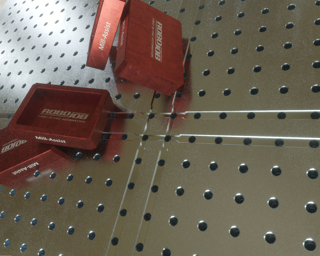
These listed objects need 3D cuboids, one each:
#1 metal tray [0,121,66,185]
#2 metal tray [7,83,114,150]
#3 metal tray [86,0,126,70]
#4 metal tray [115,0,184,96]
[{"bbox_3d":[-0.215,0.027,0.503,0.130,0.030,0.090,-23,53,14],"label":"metal tray"},{"bbox_3d":[-0.146,-0.020,0.465,0.130,0.030,0.090,7,56,13],"label":"metal tray"},{"bbox_3d":[-0.087,-0.170,0.496,0.090,0.030,0.129,-96,26,-44],"label":"metal tray"},{"bbox_3d":[-0.012,-0.118,0.445,0.030,0.091,0.130,-39,41,47],"label":"metal tray"}]
